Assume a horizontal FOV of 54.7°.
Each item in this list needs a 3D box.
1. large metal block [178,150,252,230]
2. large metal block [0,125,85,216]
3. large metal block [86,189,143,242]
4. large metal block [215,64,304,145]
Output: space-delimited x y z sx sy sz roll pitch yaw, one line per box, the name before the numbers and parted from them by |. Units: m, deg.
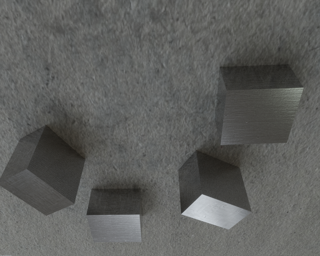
large metal block | 0.076 0.089 0.448 0.080 0.080 0.050 23 126 -19
large metal block | -0.154 0.057 0.417 0.050 0.080 0.080 -26 126 20
large metal block | -0.071 0.146 0.514 0.081 0.050 0.079 0 130 0
large metal block | 0.112 -0.027 0.370 0.081 0.050 0.079 -2 130 1
